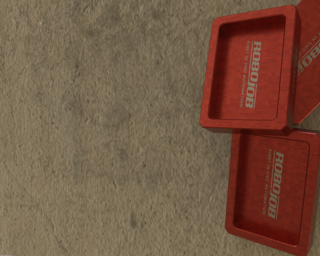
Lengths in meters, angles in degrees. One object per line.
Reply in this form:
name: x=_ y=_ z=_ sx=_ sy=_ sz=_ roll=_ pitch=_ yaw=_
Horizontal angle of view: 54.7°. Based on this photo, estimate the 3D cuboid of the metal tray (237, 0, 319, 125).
metal tray: x=0.164 y=-0.078 z=0.349 sx=0.090 sy=0.030 sz=0.130 roll=44 pitch=103 yaw=14

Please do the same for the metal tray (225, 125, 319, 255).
metal tray: x=0.124 y=0.063 z=0.342 sx=0.090 sy=0.030 sz=0.129 roll=8 pitch=99 yaw=34

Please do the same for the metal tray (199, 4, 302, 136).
metal tray: x=0.097 y=-0.059 z=0.333 sx=0.090 sy=0.030 sz=0.129 roll=2 pitch=79 yaw=34
